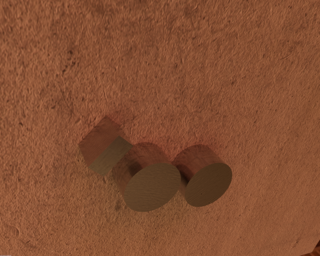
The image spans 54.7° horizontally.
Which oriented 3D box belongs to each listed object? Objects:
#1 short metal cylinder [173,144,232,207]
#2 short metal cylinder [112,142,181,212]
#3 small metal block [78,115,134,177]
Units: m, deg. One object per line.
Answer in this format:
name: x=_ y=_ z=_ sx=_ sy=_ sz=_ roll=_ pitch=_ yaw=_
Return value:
short metal cylinder: x=0.061 y=0.072 z=0.469 sx=0.081 sy=0.050 sz=0.079 roll=-14 pitch=124 yaw=-21
short metal cylinder: x=-0.019 y=0.066 z=0.422 sx=0.081 sy=0.050 sz=0.079 roll=-14 pitch=124 yaw=-21
small metal block: x=-0.065 y=0.020 z=0.368 sx=0.050 sy=0.050 sz=0.025 roll=-46 pitch=129 yaw=4
